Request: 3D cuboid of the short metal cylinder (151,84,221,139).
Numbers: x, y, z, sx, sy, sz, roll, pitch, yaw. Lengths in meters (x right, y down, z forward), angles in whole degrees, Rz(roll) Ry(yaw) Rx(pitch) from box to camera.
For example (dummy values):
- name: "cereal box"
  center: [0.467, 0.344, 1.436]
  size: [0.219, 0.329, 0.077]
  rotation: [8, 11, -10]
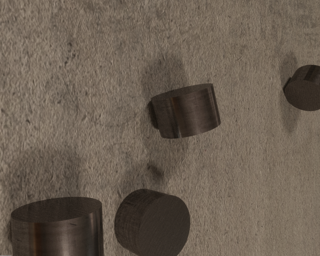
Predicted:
- name: "short metal cylinder"
  center: [0.034, -0.023, 0.399]
  size: [0.081, 0.080, 0.050]
  rotation: [-24, 106, -38]

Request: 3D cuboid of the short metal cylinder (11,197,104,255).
- name: "short metal cylinder"
  center: [-0.095, 0.100, 0.291]
  size: [0.081, 0.080, 0.050]
  rotation: [-4, 93, -40]

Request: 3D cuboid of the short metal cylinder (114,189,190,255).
- name: "short metal cylinder"
  center: [-0.009, 0.119, 0.383]
  size: [0.081, 0.050, 0.079]
  rotation: [0, 90, -40]

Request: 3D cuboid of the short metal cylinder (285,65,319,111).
- name: "short metal cylinder"
  center: [0.302, -0.080, 0.626]
  size: [0.050, 0.080, 0.080]
  rotation: [-51, 120, -28]
